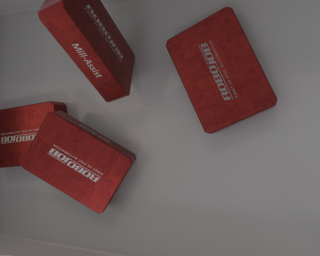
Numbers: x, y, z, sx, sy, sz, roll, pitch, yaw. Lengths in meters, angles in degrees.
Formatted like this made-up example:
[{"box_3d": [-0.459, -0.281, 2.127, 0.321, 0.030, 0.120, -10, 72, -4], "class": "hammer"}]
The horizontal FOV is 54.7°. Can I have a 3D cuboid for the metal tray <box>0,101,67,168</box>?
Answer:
[{"box_3d": [-0.205, 0.012, 0.480, 0.130, 0.030, 0.089, -7, 88, 19], "class": "metal tray"}]

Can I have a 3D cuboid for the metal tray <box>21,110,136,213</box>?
[{"box_3d": [-0.111, 0.045, 0.428, 0.130, 0.030, 0.090, 31, 98, 1], "class": "metal tray"}]

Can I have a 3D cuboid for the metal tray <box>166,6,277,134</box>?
[{"box_3d": [0.074, -0.068, 0.382, 0.090, 0.030, 0.129, -26, 82, 18], "class": "metal tray"}]

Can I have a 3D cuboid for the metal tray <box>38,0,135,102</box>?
[{"box_3d": [-0.077, -0.105, 0.367, 0.030, 0.130, 0.090, -17, 43, 19], "class": "metal tray"}]
